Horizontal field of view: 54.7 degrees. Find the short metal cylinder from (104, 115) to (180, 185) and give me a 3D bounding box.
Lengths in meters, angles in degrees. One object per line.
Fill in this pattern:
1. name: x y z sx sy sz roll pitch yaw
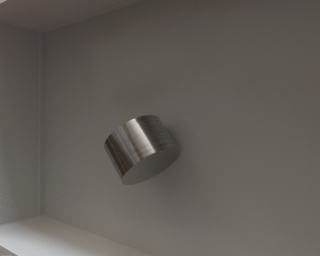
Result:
1. short metal cylinder: -0.022 0.028 0.387 0.080 0.081 0.050 -46 63 30
